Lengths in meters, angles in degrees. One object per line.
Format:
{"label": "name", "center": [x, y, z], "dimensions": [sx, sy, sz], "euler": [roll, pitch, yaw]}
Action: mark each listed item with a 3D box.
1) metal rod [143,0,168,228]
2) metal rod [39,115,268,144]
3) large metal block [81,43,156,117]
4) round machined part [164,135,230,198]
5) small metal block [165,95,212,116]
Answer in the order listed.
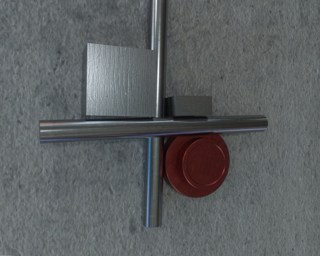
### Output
{"label": "metal rod", "center": [-0.006, -0.022, 0.409], "dimensions": [0.025, 0.025, 0.298], "euler": [2, 89, -20]}
{"label": "metal rod", "center": [0.011, -0.001, 0.389], "dimensions": [0.303, 0.025, 0.025], "euler": [-2, 91, -24]}
{"label": "large metal block", "center": [-0.051, -0.053, 0.378], "dimensions": [0.081, 0.050, 0.079], "euler": [1, 90, -21]}
{"label": "round machined part", "center": [0.054, 0.047, 0.421], "dimensions": [0.099, 0.042, 0.097], "euler": [0, 90, -21]}
{"label": "small metal block", "center": [0.035, -0.028, 0.411], "dimensions": [0.050, 0.050, 0.025], "euler": [-2, 91, -20]}
